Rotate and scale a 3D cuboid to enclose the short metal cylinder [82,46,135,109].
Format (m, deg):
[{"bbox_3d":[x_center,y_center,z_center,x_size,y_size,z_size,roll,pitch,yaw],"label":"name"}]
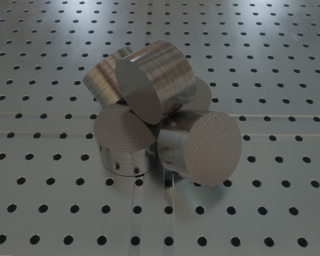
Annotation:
[{"bbox_3d":[-0.055,-0.065,0.417,0.080,0.080,0.050,-39,94,-28],"label":"short metal cylinder"}]

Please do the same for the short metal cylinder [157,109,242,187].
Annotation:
[{"bbox_3d":[0.044,0.020,0.346,0.080,0.080,0.050,-33,22,-25],"label":"short metal cylinder"}]

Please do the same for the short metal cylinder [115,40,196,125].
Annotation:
[{"bbox_3d":[-0.006,-0.051,0.348,0.050,0.080,0.080,-34,58,-25],"label":"short metal cylinder"}]

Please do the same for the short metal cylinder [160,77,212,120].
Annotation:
[{"bbox_3d":[0.026,-0.028,0.415,0.081,0.050,0.080,0,50,0],"label":"short metal cylinder"}]

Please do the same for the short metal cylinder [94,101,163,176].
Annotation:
[{"bbox_3d":[-0.037,0.012,0.380,0.081,0.050,0.080,0,50,0],"label":"short metal cylinder"}]
